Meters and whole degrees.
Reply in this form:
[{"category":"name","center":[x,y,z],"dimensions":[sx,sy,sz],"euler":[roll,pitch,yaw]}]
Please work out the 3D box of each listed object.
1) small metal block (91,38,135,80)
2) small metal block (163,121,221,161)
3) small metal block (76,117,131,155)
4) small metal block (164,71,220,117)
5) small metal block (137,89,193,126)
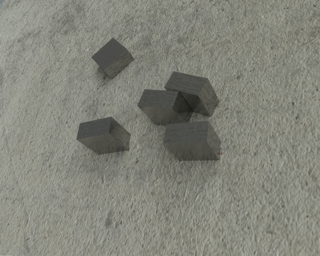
[{"category":"small metal block","center":[-0.079,-0.116,0.517],"dimensions":[0.050,0.025,0.050],"euler":[-43,51,-2]},{"category":"small metal block","center":[0.039,0.017,0.357],"dimensions":[0.050,0.050,0.025],"euler":[-4,60,26]},{"category":"small metal block","center":[-0.075,0.012,0.420],"dimensions":[0.050,0.050,0.025],"euler":[-11,58,22]},{"category":"small metal block","center":[0.041,-0.043,0.392],"dimensions":[0.050,0.050,0.025],"euler":[19,72,35]},{"category":"small metal block","center":[0.008,-0.024,0.399],"dimensions":[0.050,0.050,0.025],"euler":[8,66,31]}]
